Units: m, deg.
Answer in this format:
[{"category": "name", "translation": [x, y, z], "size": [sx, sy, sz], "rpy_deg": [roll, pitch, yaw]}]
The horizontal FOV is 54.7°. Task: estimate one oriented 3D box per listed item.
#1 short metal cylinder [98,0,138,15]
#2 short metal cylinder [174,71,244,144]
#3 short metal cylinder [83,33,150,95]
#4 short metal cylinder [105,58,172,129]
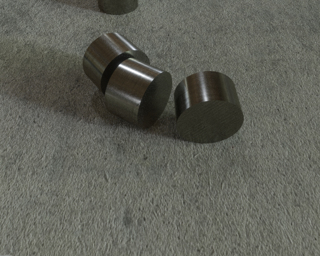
[{"category": "short metal cylinder", "translation": [-0.085, -0.267, 0.611], "size": [0.080, 0.050, 0.080], "rpy_deg": [0, 50, 0]}, {"category": "short metal cylinder", "translation": [0.059, -0.024, 0.388], "size": [0.081, 0.080, 0.050], "rpy_deg": [-2, 50, -2]}, {"category": "short metal cylinder", "translation": [-0.061, -0.087, 0.440], "size": [0.081, 0.080, 0.050], "rpy_deg": [-30, 56, -23]}, {"category": "short metal cylinder", "translation": [-0.026, -0.045, 0.405], "size": [0.050, 0.080, 0.080], "rpy_deg": [26, 55, 20]}]
